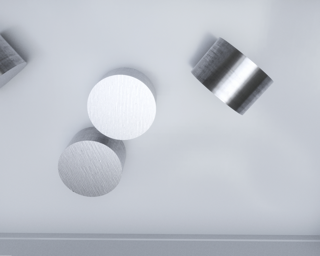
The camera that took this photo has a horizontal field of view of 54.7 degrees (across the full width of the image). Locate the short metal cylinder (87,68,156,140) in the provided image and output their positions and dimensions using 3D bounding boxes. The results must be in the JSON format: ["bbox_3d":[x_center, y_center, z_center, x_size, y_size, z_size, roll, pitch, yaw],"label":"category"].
[{"bbox_3d":[-0.045,-0.031,0.386,0.081,0.050,0.079,0,110,0],"label":"short metal cylinder"}]

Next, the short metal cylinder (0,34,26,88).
[{"bbox_3d":[-0.204,-0.070,0.354,0.080,0.080,0.050,-36,106,12],"label":"short metal cylinder"}]

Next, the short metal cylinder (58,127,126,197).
[{"bbox_3d":[-0.088,0.044,0.413,0.081,0.050,0.079,0,110,0],"label":"short metal cylinder"}]

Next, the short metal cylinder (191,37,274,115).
[{"bbox_3d":[0.083,-0.060,0.360,0.080,0.080,0.050,36,106,-13],"label":"short metal cylinder"}]
